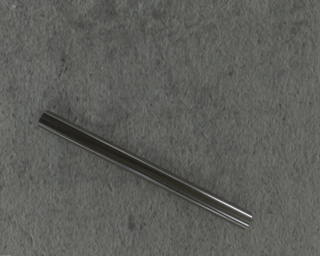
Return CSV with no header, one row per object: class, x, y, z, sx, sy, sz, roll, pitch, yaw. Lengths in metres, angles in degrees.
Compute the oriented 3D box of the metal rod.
metal rod,-0.019,0.055,0.409,0.301,0.025,0.025,27,90,-1
